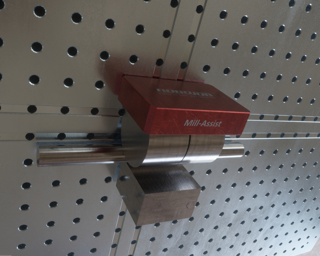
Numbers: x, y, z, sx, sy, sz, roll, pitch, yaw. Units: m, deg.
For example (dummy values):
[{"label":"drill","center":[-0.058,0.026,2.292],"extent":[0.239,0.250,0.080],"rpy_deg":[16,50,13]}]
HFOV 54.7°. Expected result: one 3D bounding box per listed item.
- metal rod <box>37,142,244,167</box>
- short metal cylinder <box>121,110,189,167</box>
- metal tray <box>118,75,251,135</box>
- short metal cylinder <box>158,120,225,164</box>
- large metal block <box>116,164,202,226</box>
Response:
[{"label":"metal rod","center":[-0.006,0.033,0.424],"extent":[0.303,0.025,0.025],"rpy_deg":[1,118,-29]},{"label":"short metal cylinder","center":[-0.008,0.006,0.371],"extent":[0.050,0.080,0.079],"rpy_deg":[0,118,-29]},{"label":"metal tray","center":[0.027,-0.026,0.363],"extent":[0.131,0.090,0.030],"rpy_deg":[1,118,-29]},{"label":"short metal cylinder","center":[0.038,0.006,0.397],"extent":[0.050,0.080,0.079],"rpy_deg":[2,118,-29]},{"label":"large metal block","center":[-0.005,0.079,0.417],"extent":[0.081,0.080,0.050],"rpy_deg":[1,118,-29]}]
